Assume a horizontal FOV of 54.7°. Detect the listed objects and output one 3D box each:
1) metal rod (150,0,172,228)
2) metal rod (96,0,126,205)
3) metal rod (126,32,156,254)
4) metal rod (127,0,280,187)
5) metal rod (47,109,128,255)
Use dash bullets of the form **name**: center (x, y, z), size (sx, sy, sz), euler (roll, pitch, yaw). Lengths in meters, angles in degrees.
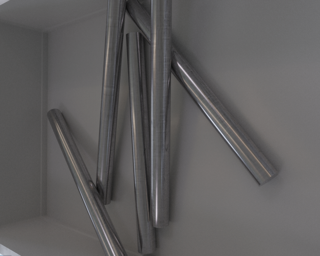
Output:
- **metal rod**: center (0.001, -0.021, 0.382), size (0.025, 0.025, 0.298), euler (9, 103, 39)
- **metal rod**: center (-0.073, -0.031, 0.451), size (0.025, 0.025, 0.298), euler (15, 105, 39)
- **metal rod**: center (-0.027, 0.018, 0.428), size (0.025, 0.025, 0.298), euler (-6, 86, 40)
- **metal rod**: center (0.035, -0.060, 0.377), size (0.025, 0.025, 0.299), euler (-49, 61, 29)
- **metal rod**: center (-0.123, 0.071, 0.480), size (0.025, 0.025, 0.300), euler (-56, 49, 25)
